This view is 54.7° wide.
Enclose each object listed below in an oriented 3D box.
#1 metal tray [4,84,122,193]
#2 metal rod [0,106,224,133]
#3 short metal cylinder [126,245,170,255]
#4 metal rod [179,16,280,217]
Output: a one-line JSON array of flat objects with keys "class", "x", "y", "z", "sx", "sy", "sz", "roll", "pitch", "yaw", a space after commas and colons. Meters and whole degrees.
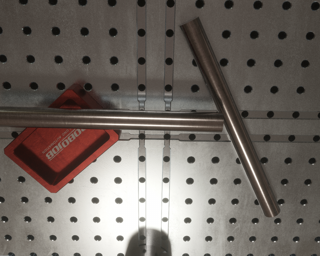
[{"class": "metal tray", "x": -0.128, "y": 0.016, "z": 0.414, "sx": 0.130, "sy": 0.030, "sz": 0.090, "roll": -40, "pitch": 106, "yaw": 13}, {"class": "metal rod", "x": -0.076, "y": -0.011, "z": 0.375, "sx": 0.302, "sy": 0.025, "sz": 0.025, "roll": 1, "pitch": 110, "yaw": -2}, {"class": "short metal cylinder", "x": -0.020, "y": 0.234, "z": 0.486, "sx": 0.081, "sy": 0.050, "sz": 0.079, "roll": 0, "pitch": 110, "yaw": -1}, {"class": "metal rod", "x": 0.101, "y": -0.001, "z": 0.414, "sx": 0.025, "sy": 0.025, "sz": 0.299, "roll": -25, "pitch": 109, "yaw": 8}]
